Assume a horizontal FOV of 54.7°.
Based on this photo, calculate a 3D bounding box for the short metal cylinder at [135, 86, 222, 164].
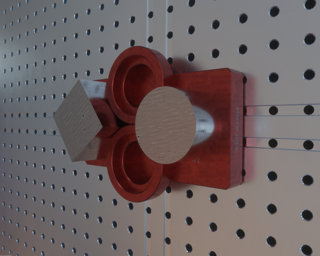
[{"bbox_3d":[0.020,-0.003,0.337,0.080,0.050,0.079,0,90,40],"label":"short metal cylinder"}]

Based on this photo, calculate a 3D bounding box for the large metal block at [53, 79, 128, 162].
[{"bbox_3d":[-0.097,-0.010,0.434,0.080,0.050,0.080,-44,64,31],"label":"large metal block"}]

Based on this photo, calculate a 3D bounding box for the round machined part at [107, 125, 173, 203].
[{"bbox_3d":[-0.021,0.044,0.404,0.098,0.042,0.097,0,90,40],"label":"round machined part"}]

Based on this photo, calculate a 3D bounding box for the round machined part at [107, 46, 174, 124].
[{"bbox_3d":[-0.020,-0.054,0.403,0.098,0.042,0.097,0,90,40],"label":"round machined part"}]

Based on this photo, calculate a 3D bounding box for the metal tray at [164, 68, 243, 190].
[{"bbox_3d":[0.049,0.000,0.363,0.090,0.030,0.129,1,91,40],"label":"metal tray"}]

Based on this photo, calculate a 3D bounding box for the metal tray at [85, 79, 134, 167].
[{"bbox_3d":[-0.072,-0.008,0.465,0.090,0.030,0.129,1,91,38],"label":"metal tray"}]
